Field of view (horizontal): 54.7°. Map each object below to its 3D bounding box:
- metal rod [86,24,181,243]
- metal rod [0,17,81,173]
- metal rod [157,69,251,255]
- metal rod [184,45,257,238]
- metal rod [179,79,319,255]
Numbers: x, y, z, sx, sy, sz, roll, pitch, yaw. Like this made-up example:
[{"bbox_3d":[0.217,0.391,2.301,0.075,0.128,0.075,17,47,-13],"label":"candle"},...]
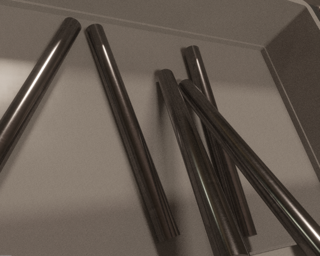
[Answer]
[{"bbox_3d":[-0.041,-0.009,0.390,0.025,0.025,0.299,-8,66,-32],"label":"metal rod"},{"bbox_3d":[-0.149,-0.024,0.340,0.025,0.025,0.300,24,53,-14],"label":"metal rod"},{"bbox_3d":[0.031,0.010,0.341,0.025,0.025,0.300,15,31,-20],"label":"metal rod"},{"bbox_3d":[0.080,0.003,0.448,0.025,0.025,0.299,3,61,-27],"label":"metal rod"},{"bbox_3d":[0.089,0.024,0.358,0.025,0.025,0.300,4,34,-27],"label":"metal rod"}]
